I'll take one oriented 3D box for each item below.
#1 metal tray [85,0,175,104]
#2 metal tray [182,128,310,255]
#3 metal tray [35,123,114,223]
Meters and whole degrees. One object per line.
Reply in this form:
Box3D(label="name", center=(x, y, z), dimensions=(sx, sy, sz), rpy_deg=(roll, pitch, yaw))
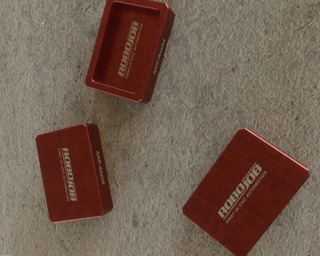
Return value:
Box3D(label="metal tray", center=(-0.042, -0.107, 0.420), dimensions=(0.090, 0.030, 0.129), rpy_deg=(18, 96, 19))
Box3D(label="metal tray", center=(0.099, 0.075, 0.371), dimensions=(0.090, 0.030, 0.129), rpy_deg=(36, 101, 16))
Box3D(label="metal tray", center=(-0.125, 0.065, 0.451), dimensions=(0.090, 0.030, 0.129), rpy_deg=(-13, 86, 19))
